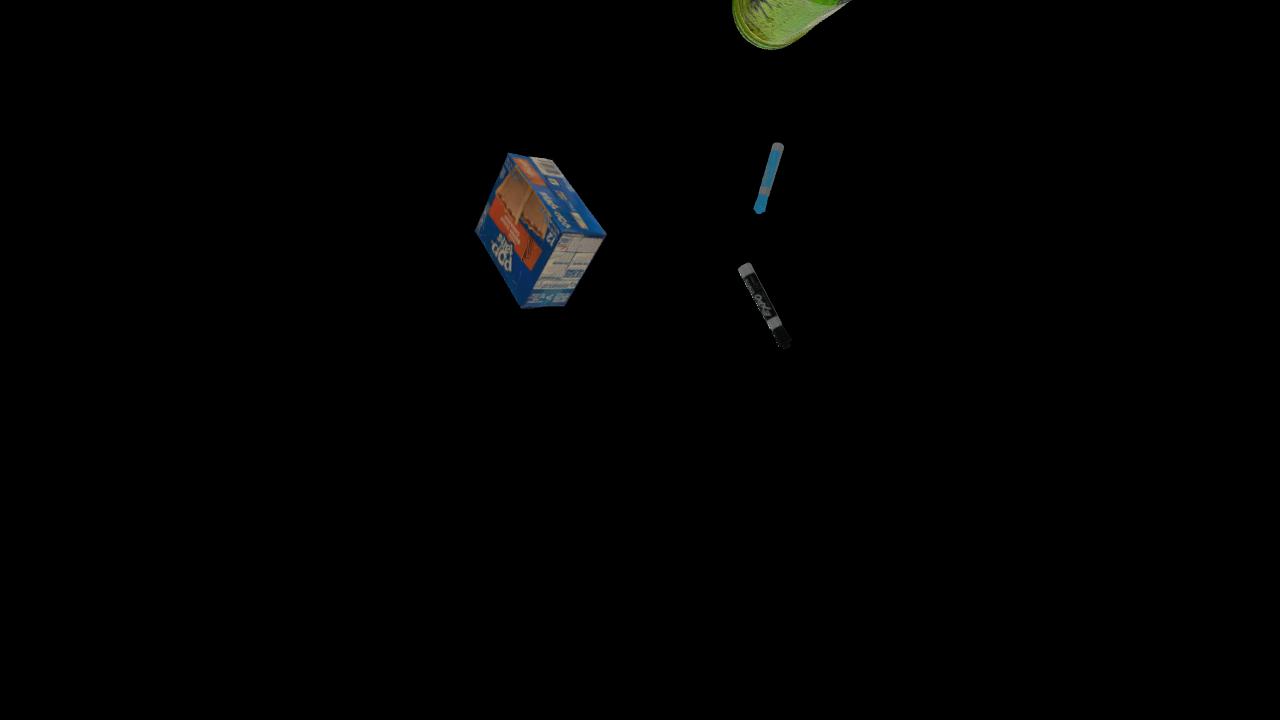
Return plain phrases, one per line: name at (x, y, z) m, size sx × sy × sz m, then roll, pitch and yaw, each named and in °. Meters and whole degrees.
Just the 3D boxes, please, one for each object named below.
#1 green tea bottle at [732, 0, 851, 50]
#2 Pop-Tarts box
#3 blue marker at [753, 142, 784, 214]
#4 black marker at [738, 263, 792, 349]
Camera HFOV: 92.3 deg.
green tea bottle at (0.118, -0.266, 0.412) m, size 0.073 × 0.073 × 0.212 m, roll 0°, pitch 15°, yaw -7°
Pop-Tarts box at (-0.146, -0.181, 0.872) m, size 0.083 × 0.167 × 0.141 m, roll -6°, pitch -37°, yaw -44°
blue marker at (0.199, -0.280, 0.950) m, size 0.020 × 0.121 × 0.020 m, roll 17°, pitch -13°, yaw 4°
black marker at (0.161, -0.069, 0.788) m, size 0.020 × 0.121 × 0.020 m, roll -25°, pitch -12°, yaw -5°
